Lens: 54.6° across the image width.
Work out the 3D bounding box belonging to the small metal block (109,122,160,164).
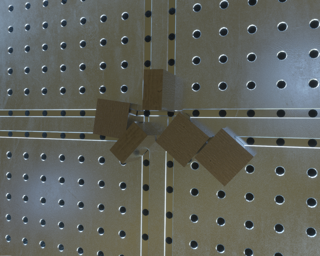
[{"bbox_3d":[-0.031,0.018,0.411,0.025,0.050,0.050,45,104,14],"label":"small metal block"}]

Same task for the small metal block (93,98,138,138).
[{"bbox_3d":[-0.063,-0.013,0.435,0.050,0.025,0.050,10,93,19],"label":"small metal block"}]

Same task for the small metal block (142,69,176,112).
[{"bbox_3d":[0.000,-0.047,0.400,0.025,0.050,0.050,3,91,20],"label":"small metal block"}]

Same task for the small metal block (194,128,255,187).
[{"bbox_3d":[0.080,0.035,0.384,0.050,0.025,0.050,44,104,14],"label":"small metal block"}]

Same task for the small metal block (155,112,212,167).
[{"bbox_3d":[0.032,0.014,0.402,0.050,0.025,0.050,42,103,15],"label":"small metal block"}]
